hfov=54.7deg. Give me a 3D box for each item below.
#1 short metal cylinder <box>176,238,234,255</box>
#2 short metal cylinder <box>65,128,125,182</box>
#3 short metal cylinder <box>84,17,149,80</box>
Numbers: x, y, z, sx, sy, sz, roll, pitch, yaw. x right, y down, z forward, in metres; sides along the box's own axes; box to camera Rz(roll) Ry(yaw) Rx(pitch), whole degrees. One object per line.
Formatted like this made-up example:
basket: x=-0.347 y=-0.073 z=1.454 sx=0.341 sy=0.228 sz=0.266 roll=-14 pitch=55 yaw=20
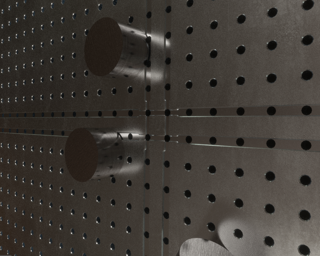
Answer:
short metal cylinder: x=0.048 y=0.167 z=0.333 sx=0.080 sy=0.081 sz=0.050 roll=37 pitch=112 yaw=33
short metal cylinder: x=-0.100 y=0.039 z=0.473 sx=0.080 sy=0.050 sz=0.079 roll=0 pitch=90 yaw=39
short metal cylinder: x=-0.063 y=-0.111 z=0.442 sx=0.080 sy=0.050 sz=0.079 roll=0 pitch=90 yaw=39
